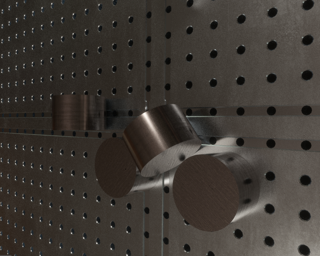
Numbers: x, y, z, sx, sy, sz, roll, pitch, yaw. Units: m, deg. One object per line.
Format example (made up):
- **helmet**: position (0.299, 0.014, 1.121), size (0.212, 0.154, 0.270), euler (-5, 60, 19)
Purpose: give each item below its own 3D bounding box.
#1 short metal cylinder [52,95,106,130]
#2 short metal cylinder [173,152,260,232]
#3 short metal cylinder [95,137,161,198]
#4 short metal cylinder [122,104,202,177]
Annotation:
- **short metal cylinder**: position (-0.122, -0.022, 0.472), size (0.080, 0.081, 0.050), euler (0, 90, 39)
- **short metal cylinder**: position (0.061, 0.067, 0.341), size (0.080, 0.050, 0.079), euler (0, 90, 39)
- **short metal cylinder**: position (-0.044, 0.052, 0.427), size (0.080, 0.050, 0.079), euler (0, 90, 39)
- **short metal cylinder**: position (0.002, 0.016, 0.370), size (0.080, 0.081, 0.050), euler (-44, 64, 31)
